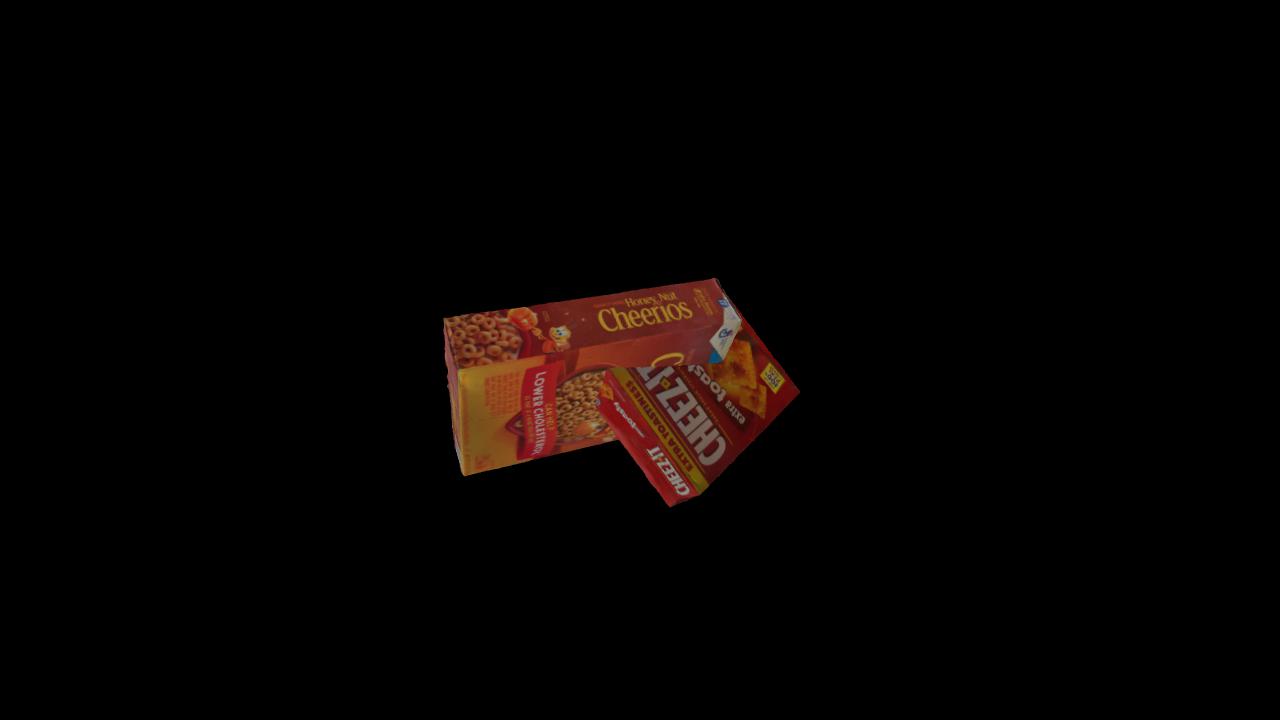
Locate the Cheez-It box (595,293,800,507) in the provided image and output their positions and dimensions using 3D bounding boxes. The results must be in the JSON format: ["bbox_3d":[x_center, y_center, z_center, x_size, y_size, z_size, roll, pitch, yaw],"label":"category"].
[{"bbox_3d":[0.066,0.035,0.713,0.223,0.166,0.071,-35,-2,-39],"label":"Cheez-It box"}]

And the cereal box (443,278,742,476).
[{"bbox_3d":[-0.055,0.020,0.692,0.306,0.081,0.203,-10,-35,-22],"label":"cereal box"}]
